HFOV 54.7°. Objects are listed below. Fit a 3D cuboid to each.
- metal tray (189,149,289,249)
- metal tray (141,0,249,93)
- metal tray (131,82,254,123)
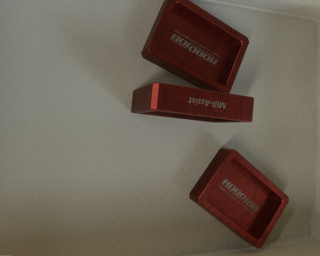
[{"bbox_3d":[0.118,0.102,0.453,0.130,0.030,0.090,40,77,-16],"label":"metal tray"},{"bbox_3d":[0.051,-0.111,0.427,0.131,0.030,0.090,25,82,-19],"label":"metal tray"},{"bbox_3d":[0.038,-0.028,0.391,0.131,0.090,0.030,6,88,-20],"label":"metal tray"}]
